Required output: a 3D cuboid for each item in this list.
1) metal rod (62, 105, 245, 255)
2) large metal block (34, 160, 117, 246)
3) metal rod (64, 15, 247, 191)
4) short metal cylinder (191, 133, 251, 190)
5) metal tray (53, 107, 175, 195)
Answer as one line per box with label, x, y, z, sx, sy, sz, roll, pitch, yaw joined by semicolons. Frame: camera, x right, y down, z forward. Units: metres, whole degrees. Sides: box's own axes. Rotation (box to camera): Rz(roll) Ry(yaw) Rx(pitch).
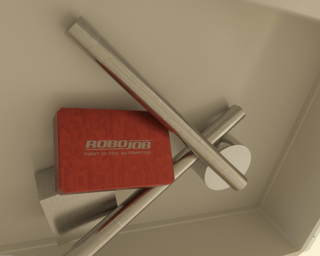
metal rod;0.005;0.066;0.404;0.301;0.025;0.025;-39;131;-20
large metal block;-0.101;0.088;0.387;0.081;0.050;0.079;-18;126;-19
metal rod;0.014;-0.011;0.371;0.025;0.025;0.300;-46;117;4
short metal cylinder;0.089;0.047;0.469;0.081;0.050;0.079;-14;125;-21
metal tray;-0.051;0.026;0.357;0.131;0.030;0.090;1;74;-28
